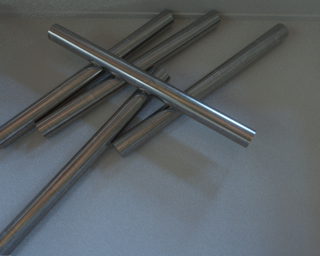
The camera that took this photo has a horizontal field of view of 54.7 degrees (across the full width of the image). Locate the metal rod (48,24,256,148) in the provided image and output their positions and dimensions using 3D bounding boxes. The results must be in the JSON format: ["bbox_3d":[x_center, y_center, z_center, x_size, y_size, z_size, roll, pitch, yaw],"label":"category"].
[{"bbox_3d":[-0.018,-0.059,0.403,0.301,0.025,0.025,30,73,10],"label":"metal rod"}]

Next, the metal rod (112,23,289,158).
[{"bbox_3d":[0.064,-0.058,0.431,0.301,0.025,0.025,-36,74,-13],"label":"metal rod"}]

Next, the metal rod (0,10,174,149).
[{"bbox_3d":[-0.100,-0.075,0.436,0.301,0.025,0.025,-39,75,-13],"label":"metal rod"}]

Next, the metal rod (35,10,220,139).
[{"bbox_3d":[-0.036,-0.081,0.438,0.301,0.025,0.025,-36,74,-12],"label":"metal rod"}]

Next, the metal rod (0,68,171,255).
[{"bbox_3d":[-0.090,0.033,0.396,0.025,0.025,0.301,38,74,12],"label":"metal rod"}]
